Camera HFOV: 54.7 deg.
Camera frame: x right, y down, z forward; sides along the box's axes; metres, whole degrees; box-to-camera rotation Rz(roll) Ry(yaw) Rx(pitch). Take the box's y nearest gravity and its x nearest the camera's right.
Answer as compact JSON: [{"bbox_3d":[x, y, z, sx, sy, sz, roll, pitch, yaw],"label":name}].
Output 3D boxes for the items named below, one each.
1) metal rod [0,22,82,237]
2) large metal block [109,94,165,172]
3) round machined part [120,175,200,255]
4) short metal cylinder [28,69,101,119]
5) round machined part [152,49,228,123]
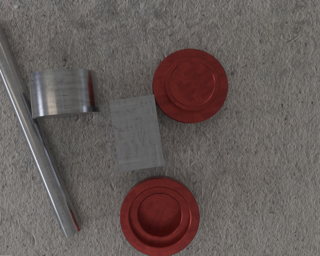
[{"bbox_3d":[-0.170,-0.001,0.408,0.025,0.025,0.299,-22,90,0],"label":"metal rod"},{"bbox_3d":[-0.025,0.006,0.382,0.050,0.080,0.080,-8,90,0],"label":"large metal block"},{"bbox_3d":[0.000,0.110,0.401,0.099,0.042,0.097,0,90,0],"label":"round machined part"},{"bbox_3d":[-0.116,-0.040,0.381,0.080,0.080,0.050,-6,90,0],"label":"short metal cylinder"},{"bbox_3d":[0.040,-0.055,0.402,0.099,0.042,0.097,0,90,0],"label":"round machined part"}]
